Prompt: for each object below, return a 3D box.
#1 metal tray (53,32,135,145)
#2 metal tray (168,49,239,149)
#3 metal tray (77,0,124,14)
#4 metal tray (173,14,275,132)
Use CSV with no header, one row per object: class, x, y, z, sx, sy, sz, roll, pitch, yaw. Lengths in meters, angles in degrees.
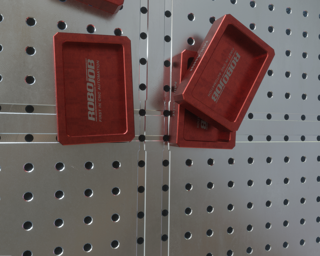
metal tray,-0.081,-0.047,0.380,0.091,0.030,0.129,-3,91,-20
metal tray,0.062,-0.037,0.434,0.091,0.030,0.129,4,89,-20
metal tray,-0.078,-0.221,0.381,0.091,0.030,0.129,15,85,-20
metal tray,0.087,-0.071,0.410,0.090,0.030,0.130,32,79,-18
